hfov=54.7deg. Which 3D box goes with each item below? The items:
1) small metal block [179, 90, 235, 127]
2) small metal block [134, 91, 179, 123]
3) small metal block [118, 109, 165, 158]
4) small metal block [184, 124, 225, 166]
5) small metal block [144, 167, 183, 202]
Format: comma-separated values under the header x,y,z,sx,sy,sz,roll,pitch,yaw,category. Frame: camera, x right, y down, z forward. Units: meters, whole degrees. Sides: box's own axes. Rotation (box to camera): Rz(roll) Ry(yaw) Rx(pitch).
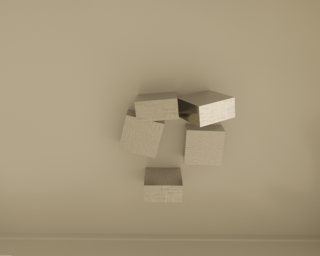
x,y,z,sx,sy,sz,roll,pitch,yaw,category
0.056,-0.025,0.380,0.050,0.050,0.025,-15,112,-23,small metal block
-0.003,-0.027,0.387,0.050,0.050,0.025,-5,106,2,small metal block
-0.025,0.007,0.414,0.050,0.025,0.050,13,110,-5,small metal block
0.059,0.023,0.420,0.050,0.025,0.050,2,110,-1,small metal block
0.004,0.077,0.426,0.050,0.050,0.025,1,110,-1,small metal block
